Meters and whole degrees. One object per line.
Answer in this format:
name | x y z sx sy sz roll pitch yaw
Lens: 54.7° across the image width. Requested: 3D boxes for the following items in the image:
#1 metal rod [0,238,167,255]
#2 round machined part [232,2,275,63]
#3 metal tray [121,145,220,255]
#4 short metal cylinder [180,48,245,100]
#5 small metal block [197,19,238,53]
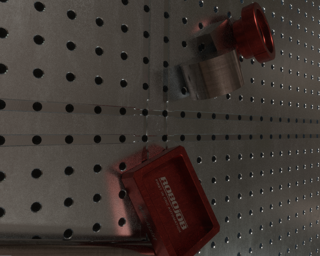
metal rod | -0.073 0.140 0.349 0.302 0.025 0.025 18 79 -39
round machined part | 0.155 -0.154 0.517 0.098 0.042 0.098 28 55 -48
metal tray | 0.017 0.099 0.402 0.091 0.030 0.129 -27 94 -38
short metal cylinder | 0.074 -0.077 0.438 0.081 0.080 0.050 -31 110 -36
small metal block | 0.092 -0.135 0.489 0.050 0.025 0.050 -45 117 -31
